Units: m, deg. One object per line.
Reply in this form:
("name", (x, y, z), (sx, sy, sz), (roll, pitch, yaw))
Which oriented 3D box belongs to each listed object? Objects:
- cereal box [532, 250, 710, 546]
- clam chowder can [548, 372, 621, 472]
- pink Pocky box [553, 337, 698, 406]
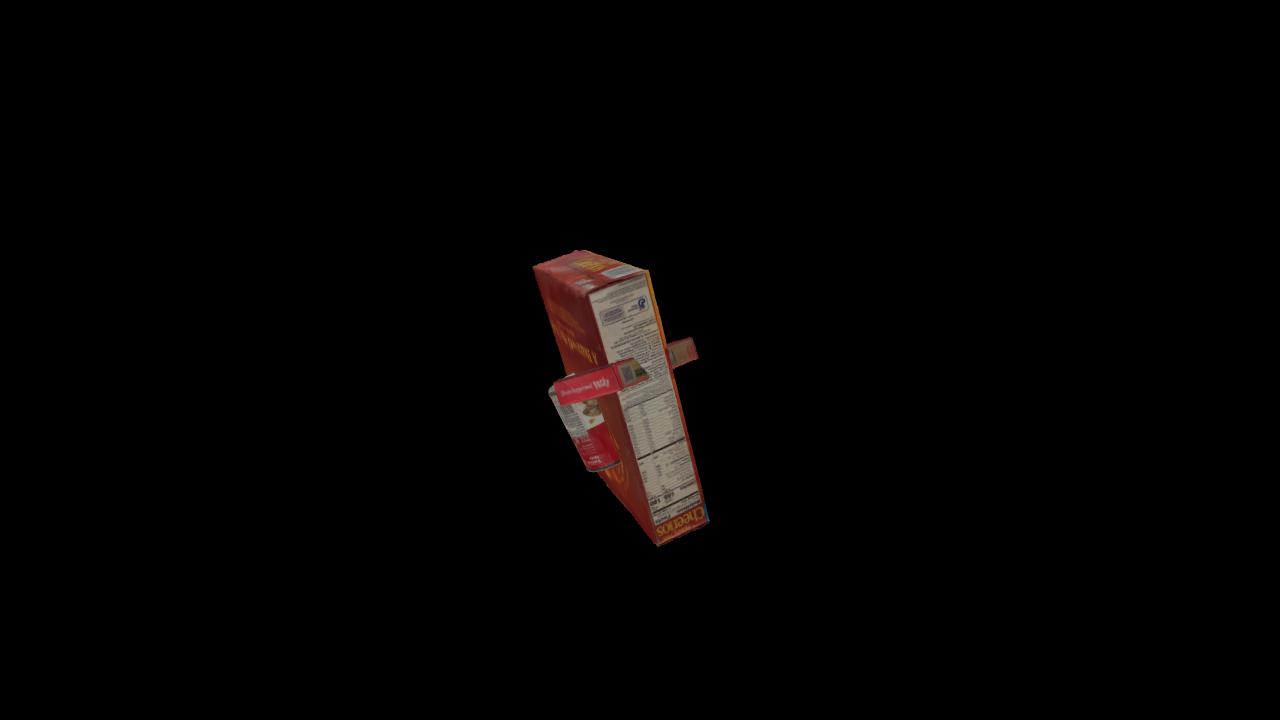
("cereal box", (-0.025, 0.036, 0.716), (0.081, 0.306, 0.203), (-22, 23, -17))
("clam chowder can", (-0.052, 0.065, 0.690), (0.068, 0.102, 0.068), (-25, 12, 6))
("pink Pocky box", (-0.011, 0.010, 0.657), (0.084, 0.029, 0.155), (-17, 2, 36))
